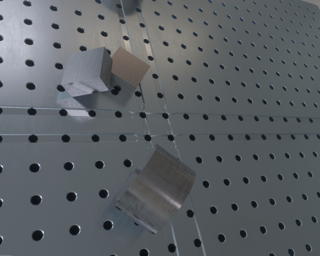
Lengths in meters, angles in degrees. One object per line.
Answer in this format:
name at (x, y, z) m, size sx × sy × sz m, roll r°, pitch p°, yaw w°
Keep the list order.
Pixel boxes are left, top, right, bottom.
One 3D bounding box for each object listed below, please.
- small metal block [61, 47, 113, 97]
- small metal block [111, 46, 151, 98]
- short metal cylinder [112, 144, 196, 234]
small metal block at (-0.089, -0.070, 0.385) m, size 0.050 × 0.025 × 0.050 m, roll -8°, pitch 57°, yaw 14°
small metal block at (-0.049, -0.077, 0.429) m, size 0.050 × 0.025 × 0.050 m, roll 32°, pitch 52°, yaw -8°
short metal cylinder at (-0.007, 0.064, 0.330) m, size 0.050 × 0.080 × 0.080 m, roll 37°, pitch 51°, yaw -4°
